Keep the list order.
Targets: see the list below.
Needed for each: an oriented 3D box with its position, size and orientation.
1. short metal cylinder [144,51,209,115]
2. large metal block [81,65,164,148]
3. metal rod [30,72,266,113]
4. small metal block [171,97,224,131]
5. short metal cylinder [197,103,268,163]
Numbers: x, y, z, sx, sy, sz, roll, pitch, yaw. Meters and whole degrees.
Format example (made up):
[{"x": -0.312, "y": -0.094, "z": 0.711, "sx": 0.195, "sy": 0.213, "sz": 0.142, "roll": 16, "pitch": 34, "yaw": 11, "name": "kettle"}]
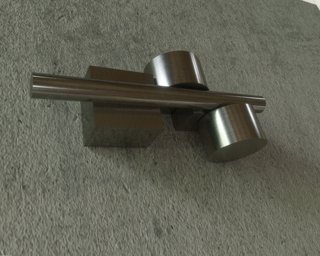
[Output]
[{"x": 0.022, "y": -0.059, "z": 0.420, "sx": 0.081, "sy": 0.080, "sz": 0.050, "roll": 2, "pitch": 61, "yaw": -28, "name": "short metal cylinder"}, {"x": -0.049, "y": -0.023, "z": 0.374, "sx": 0.081, "sy": 0.050, "sz": 0.080, "roll": 3, "pitch": 60, "yaw": -27, "name": "large metal block"}, {"x": 0.009, "y": -0.037, "z": 0.369, "sx": 0.303, "sy": 0.025, "sz": 0.025, "roll": 2, "pitch": 61, "yaw": -29, "name": "metal rod"}, {"x": 0.051, "y": -0.018, "z": 0.428, "sx": 0.050, "sy": 0.050, "sz": 0.025, "roll": 1, "pitch": 62, "yaw": -28, "name": "small metal block"}, {"x": 0.096, "y": 0.009, "z": 0.418, "sx": 0.081, "sy": 0.080, "sz": 0.050, "roll": 0, "pitch": 62, "yaw": -29, "name": "short metal cylinder"}]
